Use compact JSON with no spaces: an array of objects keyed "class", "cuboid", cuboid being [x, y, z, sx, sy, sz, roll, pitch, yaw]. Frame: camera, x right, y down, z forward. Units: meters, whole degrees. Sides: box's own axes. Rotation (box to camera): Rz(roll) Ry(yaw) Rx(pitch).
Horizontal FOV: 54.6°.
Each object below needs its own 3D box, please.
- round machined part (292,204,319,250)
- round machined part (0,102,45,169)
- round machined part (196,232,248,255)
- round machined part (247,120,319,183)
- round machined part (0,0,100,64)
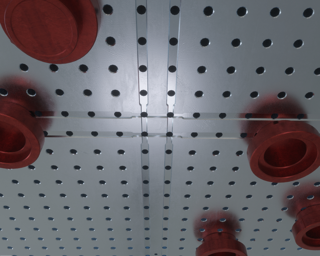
[{"class":"round machined part","cuboid":[0.284,0.172,0.549,0.099,0.042,0.097,0,130,0]},{"class":"round machined part","cuboid":[-0.200,0.005,0.403,0.099,0.042,0.097,0,130,0]},{"class":"round machined part","cuboid":[0.119,0.241,0.606,0.099,0.042,0.097,0,130,0]},{"class":"round machined part","cuboid":[0.169,0.028,0.425,0.099,0.042,0.097,0,130,0]},{"class":"round machined part","cuboid":[-0.112,-0.107,0.309,0.099,0.042,0.097,0,130,0]}]
